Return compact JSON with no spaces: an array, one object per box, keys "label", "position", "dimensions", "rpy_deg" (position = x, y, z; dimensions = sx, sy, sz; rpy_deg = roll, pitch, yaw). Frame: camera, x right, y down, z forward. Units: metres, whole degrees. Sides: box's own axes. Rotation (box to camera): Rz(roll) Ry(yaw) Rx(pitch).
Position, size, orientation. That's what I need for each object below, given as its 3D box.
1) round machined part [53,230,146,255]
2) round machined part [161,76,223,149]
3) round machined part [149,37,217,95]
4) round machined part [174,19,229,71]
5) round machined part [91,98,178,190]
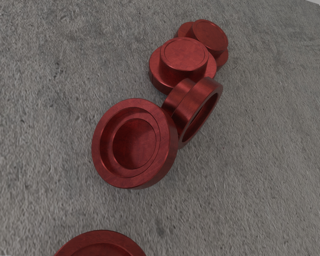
[{"label":"round machined part","position":[-0.057,0.145,0.274],"dimensions":[0.099,0.042,0.098],"rpy_deg":[14,56,-21]},{"label":"round machined part","position":[0.034,-0.024,0.392],"dimensions":[0.042,0.097,0.099],"rpy_deg":[36,50,15]},{"label":"round machined part","position":[0.033,-0.093,0.446],"dimensions":[0.099,0.042,0.098],"rpy_deg":[2,56,-2]},{"label":"round machined part","position":[0.075,-0.143,0.520],"dimensions":[0.099,0.042,0.098],"rpy_deg":[14,56,-21]},{"label":"round machined part","position":[-0.024,0.019,0.345],"dimensions":[0.042,0.098,0.098],"rpy_deg":[27,41,-60]}]
